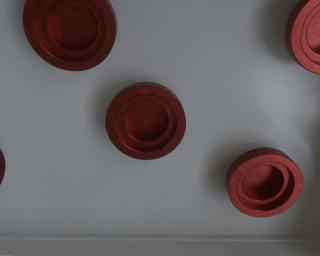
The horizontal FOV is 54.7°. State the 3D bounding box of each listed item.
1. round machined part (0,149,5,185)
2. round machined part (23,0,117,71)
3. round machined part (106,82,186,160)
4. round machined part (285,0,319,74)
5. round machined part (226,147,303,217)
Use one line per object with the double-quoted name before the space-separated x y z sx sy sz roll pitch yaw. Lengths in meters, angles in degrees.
"round machined part" -0.256 0.057 0.397 0.042 0.099 0.097 14 112 23
"round machined part" -0.098 -0.118 0.352 0.099 0.042 0.097 -1 119 -2
"round machined part" -0.017 -0.011 0.398 0.099 0.042 0.097 0 110 0
"round machined part" 0.194 -0.114 0.358 0.099 0.042 0.097 1 116 1
"round machined part" 0.140 0.071 0.429 0.099 0.042 0.097 0 110 0
